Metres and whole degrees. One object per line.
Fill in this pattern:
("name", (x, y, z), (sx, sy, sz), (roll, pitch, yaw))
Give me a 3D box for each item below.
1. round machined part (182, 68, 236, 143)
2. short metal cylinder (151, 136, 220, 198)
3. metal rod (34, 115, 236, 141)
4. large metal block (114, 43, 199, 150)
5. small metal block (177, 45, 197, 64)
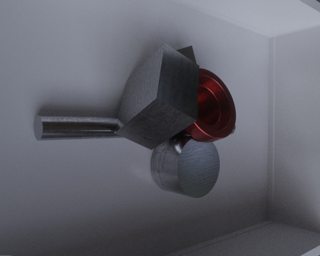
("round machined part", (0.054, -0.027, 0.416), (0.099, 0.042, 0.098), (16, 63, -34))
("short metal cylinder", (0.035, 0.050, 0.419), (0.081, 0.050, 0.079), (0, 90, -40))
("metal rod", (-0.004, -0.001, 0.401), (0.302, 0.025, 0.025), (0, 90, -40))
("large metal block", (-0.002, -0.033, 0.350), (0.050, 0.080, 0.080), (27, 50, -26))
("small metal block", (0.025, -0.082, 0.428), (0.050, 0.025, 0.050), (-27, 107, -37))
